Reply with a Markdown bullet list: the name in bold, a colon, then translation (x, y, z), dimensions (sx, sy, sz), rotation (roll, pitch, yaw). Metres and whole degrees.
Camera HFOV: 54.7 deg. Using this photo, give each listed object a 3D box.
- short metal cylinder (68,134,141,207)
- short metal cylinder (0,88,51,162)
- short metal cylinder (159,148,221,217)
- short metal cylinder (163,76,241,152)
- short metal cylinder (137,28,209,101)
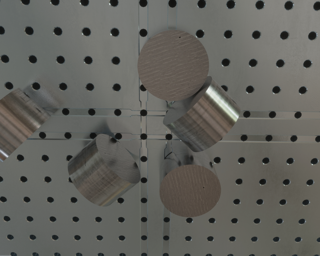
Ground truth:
- **short metal cylinder**: translation (-0.071, 0.054, 0.403), dimensions (0.050, 0.080, 0.080), rotation (-40, 106, 13)
- **short metal cylinder**: translation (-0.183, -0.004, 0.381), dimensions (0.080, 0.080, 0.050), rotation (-40, 105, 13)
- **short metal cylinder**: translation (0.040, 0.075, 0.428), dimensions (0.081, 0.050, 0.079), rotation (0, 110, 0)
- **short metal cylinder**: translation (0.050, -0.017, 0.378), dimensions (0.080, 0.080, 0.050), rotation (-43, 105, 14)
- **short metal cylinder**: translation (0.015, -0.077, 0.372), dimensions (0.081, 0.050, 0.079), rotation (0, 110, 0)
